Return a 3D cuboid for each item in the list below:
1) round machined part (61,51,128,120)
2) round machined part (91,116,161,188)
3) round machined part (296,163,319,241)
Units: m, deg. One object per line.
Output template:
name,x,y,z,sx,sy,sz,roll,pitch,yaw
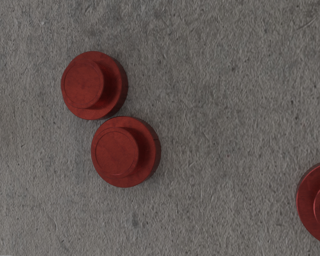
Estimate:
round machined part,-0.098,-0.060,0.435,0.098,0.042,0.097,0,90,20
round machined part,-0.051,0.032,0.418,0.098,0.042,0.097,0,90,20
round machined part,0.199,0.083,0.330,0.098,0.042,0.097,0,90,20
